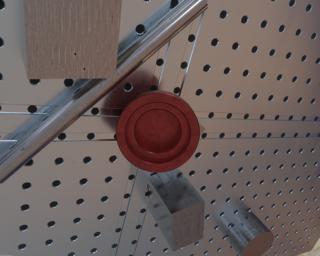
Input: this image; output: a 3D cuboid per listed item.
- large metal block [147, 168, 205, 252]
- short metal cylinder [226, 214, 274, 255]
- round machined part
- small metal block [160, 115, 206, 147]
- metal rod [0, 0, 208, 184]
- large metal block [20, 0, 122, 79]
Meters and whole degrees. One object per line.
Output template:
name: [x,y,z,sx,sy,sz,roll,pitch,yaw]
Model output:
large metal block: [0.023,0.119,0.462,0.050,0.080,0.079,-16,125,-19]
short metal cylinder: [0.185,0.225,0.635,0.081,0.050,0.079,-14,124,-21]
round machined part: [-0.003,0.002,0.382,0.099,0.042,0.097,0,104,-1]
small metal block: [0.026,0.007,0.430,0.050,0.025,0.050,25,105,-37]
metal rod: [-0.069,-0.046,0.345,0.300,0.025,0.025,-41,130,-1]
large metal block: [-0.085,-0.093,0.291,0.081,0.050,0.079,-5,121,-26]
